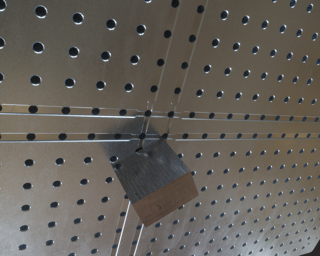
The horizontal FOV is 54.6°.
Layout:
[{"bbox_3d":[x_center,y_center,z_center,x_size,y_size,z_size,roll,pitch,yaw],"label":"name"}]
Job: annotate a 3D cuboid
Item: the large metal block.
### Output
[{"bbox_3d":[-0.007,0.070,0.414,0.080,0.080,0.050,-29,128,-10],"label":"large metal block"}]
